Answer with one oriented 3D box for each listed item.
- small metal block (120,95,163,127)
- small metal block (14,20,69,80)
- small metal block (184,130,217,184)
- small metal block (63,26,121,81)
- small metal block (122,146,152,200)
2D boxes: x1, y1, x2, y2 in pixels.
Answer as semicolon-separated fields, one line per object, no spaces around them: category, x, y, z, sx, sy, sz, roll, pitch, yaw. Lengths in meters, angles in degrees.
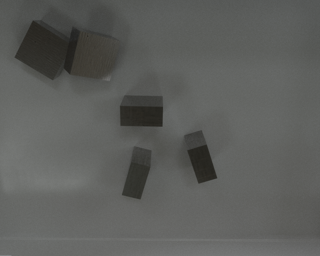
small metal block;-0.022;-0.022;0.389;0.050;0.050;0.025;1;110;-1
small metal block;-0.137;-0.094;0.375;0.050;0.025;0.050;32;107;-11
small metal block;0.053;0.037;0.412;0.025;0.050;0.050;-18;109;6
small metal block;-0.080;-0.087;0.366;0.050;0.025;0.050;4;114;-38
small metal block;-0.031;0.059;0.419;0.025;0.050;0.050;15;109;-6
